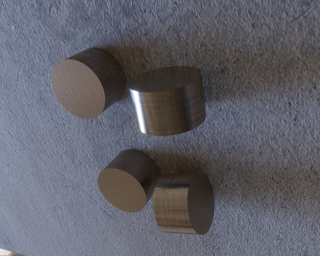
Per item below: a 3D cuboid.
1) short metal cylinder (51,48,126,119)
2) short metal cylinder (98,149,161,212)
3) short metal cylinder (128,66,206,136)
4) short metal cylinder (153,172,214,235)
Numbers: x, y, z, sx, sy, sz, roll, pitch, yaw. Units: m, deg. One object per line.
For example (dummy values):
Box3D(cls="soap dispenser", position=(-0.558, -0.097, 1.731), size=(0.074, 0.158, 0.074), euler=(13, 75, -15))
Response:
Box3D(cls="short metal cylinder", position=(-0.092, -0.058, 0.403), size=(0.080, 0.050, 0.079), euler=(13, 124, 21))
Box3D(cls="short metal cylinder", position=(-0.045, 0.078, 0.463), size=(0.080, 0.050, 0.079), euler=(13, 124, 21))
Box3D(cls="short metal cylinder", position=(0.009, -0.032, 0.347), size=(0.080, 0.080, 0.050), euler=(4, 120, 26))
Box3D(cls="short metal cylinder", position=(0.034, 0.100, 0.415), size=(0.050, 0.080, 0.080), euler=(-9, 114, 32))
